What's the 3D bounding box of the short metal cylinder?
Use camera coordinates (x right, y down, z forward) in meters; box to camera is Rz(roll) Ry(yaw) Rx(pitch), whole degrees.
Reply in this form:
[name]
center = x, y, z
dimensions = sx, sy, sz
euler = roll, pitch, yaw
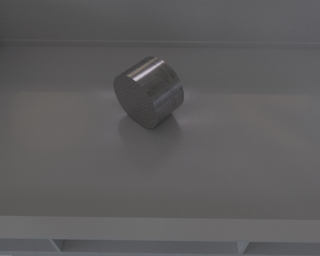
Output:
[short metal cylinder]
center = -0.015, -0.046, 0.409
dimensions = 0.080, 0.080, 0.050
euler = 36, 59, 26
